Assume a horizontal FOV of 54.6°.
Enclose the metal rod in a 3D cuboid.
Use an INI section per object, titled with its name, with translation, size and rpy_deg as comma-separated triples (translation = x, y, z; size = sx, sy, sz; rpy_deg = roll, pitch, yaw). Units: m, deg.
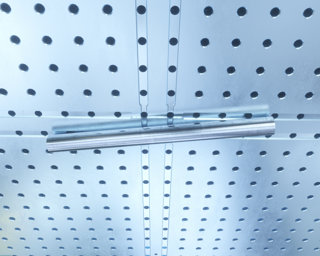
[metal rod]
translation = -0.002, 0.009, 0.419
size = 0.301, 0.025, 0.025
rpy_deg = -5, 130, 4
